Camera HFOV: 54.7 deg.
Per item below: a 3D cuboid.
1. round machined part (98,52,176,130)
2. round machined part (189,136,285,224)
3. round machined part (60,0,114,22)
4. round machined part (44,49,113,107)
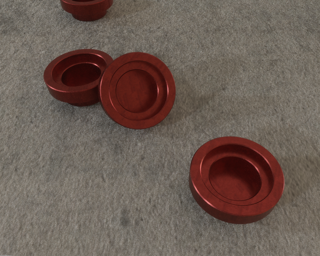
[{"bbox_3d":[-0.032,-0.048,0.410,0.099,0.097,0.042,-20,11,-16],"label":"round machined part"},{"bbox_3d":[0.081,0.060,0.343,0.099,0.042,0.098,0,50,0],"label":"round machined part"},{"bbox_3d":[-0.138,-0.240,0.592,0.099,0.042,0.098,0,50,0],"label":"round machined part"},{"bbox_3d":[-0.111,-0.068,0.445,0.099,0.042,0.098,-2,48,2],"label":"round machined part"}]
